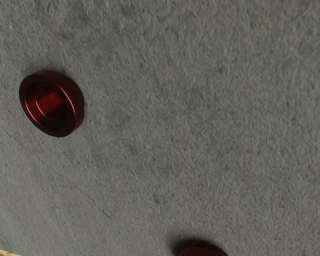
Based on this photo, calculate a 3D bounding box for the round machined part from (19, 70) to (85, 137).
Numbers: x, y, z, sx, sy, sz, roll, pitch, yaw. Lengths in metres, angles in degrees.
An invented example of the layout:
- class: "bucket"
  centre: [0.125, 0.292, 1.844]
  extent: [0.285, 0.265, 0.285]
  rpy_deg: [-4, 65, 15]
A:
- class: "round machined part"
  centre: [-0.150, -0.038, 0.449]
  extent: [0.098, 0.042, 0.097]
  rpy_deg: [13, 124, 20]

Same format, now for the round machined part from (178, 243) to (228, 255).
- class: "round machined part"
  centre: [0.075, 0.224, 0.494]
  extent: [0.098, 0.042, 0.097]
  rpy_deg: [13, 124, 20]
